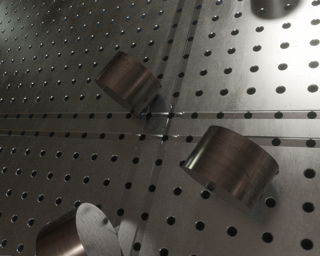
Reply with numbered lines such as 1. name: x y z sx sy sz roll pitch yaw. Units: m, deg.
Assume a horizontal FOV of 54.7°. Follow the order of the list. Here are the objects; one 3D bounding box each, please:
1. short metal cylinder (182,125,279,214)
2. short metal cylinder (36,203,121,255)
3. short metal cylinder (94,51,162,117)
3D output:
1. short metal cylinder: 0.069 0.041 0.311 0.080 0.080 0.050 27 77 37
2. short metal cylinder: -0.086 0.130 0.337 0.050 0.080 0.080 -31 52 8
3. short metal cylinder: -0.044 -0.060 0.431 0.080 0.080 0.050 33 80 38
